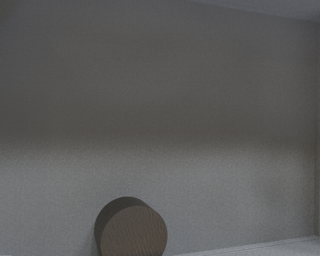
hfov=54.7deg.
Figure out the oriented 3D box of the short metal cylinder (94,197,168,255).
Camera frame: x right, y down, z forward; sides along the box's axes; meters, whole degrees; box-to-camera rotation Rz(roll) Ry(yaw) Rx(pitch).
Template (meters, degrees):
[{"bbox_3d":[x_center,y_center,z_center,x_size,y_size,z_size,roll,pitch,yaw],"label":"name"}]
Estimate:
[{"bbox_3d":[-0.037,0.130,0.384,0.081,0.050,0.080,0,90,-20],"label":"short metal cylinder"}]
